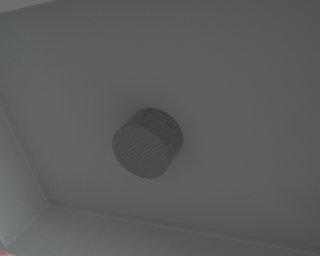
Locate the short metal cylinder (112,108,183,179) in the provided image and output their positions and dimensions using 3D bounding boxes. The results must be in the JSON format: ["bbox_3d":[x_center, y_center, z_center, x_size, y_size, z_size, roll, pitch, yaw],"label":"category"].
[{"bbox_3d":[-0.016,0.020,0.412,0.080,0.050,0.079,13,124,20],"label":"short metal cylinder"}]
